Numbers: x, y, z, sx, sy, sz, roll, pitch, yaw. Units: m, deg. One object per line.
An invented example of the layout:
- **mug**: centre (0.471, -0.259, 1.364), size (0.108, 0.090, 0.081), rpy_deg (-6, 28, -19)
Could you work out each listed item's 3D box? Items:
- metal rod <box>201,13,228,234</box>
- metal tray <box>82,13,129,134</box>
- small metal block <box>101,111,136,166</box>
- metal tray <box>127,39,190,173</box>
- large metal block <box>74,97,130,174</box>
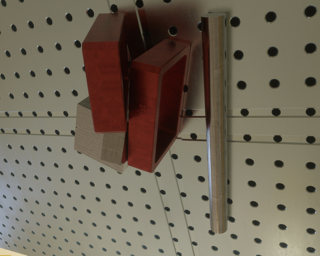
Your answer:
- **metal rod**: centre (0.070, 0.016, 0.383), size (0.025, 0.025, 0.298), rpy_deg (7, 122, 24)
- **metal tray**: centre (-0.052, -0.064, 0.330), size (0.030, 0.130, 0.089), rpy_deg (-3, 121, -2)
- **small metal block**: centre (-0.042, 0.009, 0.358), size (0.025, 0.050, 0.050), rpy_deg (14, 107, 16)
- **metal tray**: centre (-0.002, -0.025, 0.352), size (0.030, 0.090, 0.129), rpy_deg (17, 125, 17)
- **large metal block**: centre (-0.069, 0.004, 0.432), size (0.080, 0.050, 0.079), rpy_deg (25, 127, 12)
